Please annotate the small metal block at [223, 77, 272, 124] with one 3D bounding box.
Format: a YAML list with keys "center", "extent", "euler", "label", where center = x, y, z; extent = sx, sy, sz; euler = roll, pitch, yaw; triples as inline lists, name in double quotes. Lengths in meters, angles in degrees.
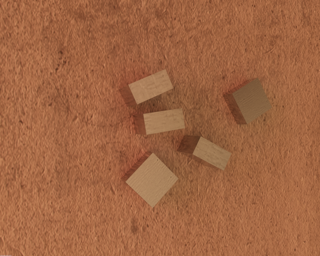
- center: [0.129, -0.039, 0.456]
  extent: [0.050, 0.025, 0.050]
  euler: [-32, 101, -17]
  label: "small metal block"

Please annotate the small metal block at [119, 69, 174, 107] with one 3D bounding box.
- center: [-0.018, -0.049, 0.389]
  extent: [0.050, 0.050, 0.025]
  euler: [-26, 99, -18]
  label: "small metal block"

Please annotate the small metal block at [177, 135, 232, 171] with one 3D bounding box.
- center: [0.058, 0.033, 0.417]
  extent: [0.050, 0.050, 0.025]
  euler: [29, 81, -18]
  label: "small metal block"

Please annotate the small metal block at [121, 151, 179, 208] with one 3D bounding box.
- center: [-0.013, 0.066, 0.404]
  extent: [0.050, 0.025, 0.050]
  euler: [-47, 105, -14]
  label: "small metal block"

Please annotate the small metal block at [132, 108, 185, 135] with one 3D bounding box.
- center: [-0.003, -0.008, 0.395]
  extent: [0.050, 0.050, 0.025]
  euler: [-10, 94, -20]
  label: "small metal block"
